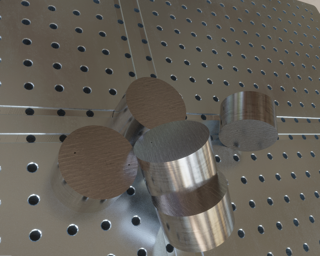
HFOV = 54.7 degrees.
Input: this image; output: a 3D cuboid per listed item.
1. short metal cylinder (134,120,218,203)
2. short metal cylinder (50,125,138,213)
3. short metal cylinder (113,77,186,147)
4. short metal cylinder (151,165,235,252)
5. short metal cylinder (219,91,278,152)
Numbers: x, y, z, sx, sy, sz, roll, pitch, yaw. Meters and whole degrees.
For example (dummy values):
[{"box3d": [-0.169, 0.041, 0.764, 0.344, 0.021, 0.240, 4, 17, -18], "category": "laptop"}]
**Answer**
[{"box3d": [0.018, 0.033, 0.331, 0.080, 0.080, 0.050, -40, 125, -39], "category": "short metal cylinder"}, {"box3d": [-0.070, 0.044, 0.328, 0.081, 0.050, 0.080, 14, 56, -21], "category": "short metal cylinder"}, {"box3d": [-0.014, -0.018, 0.397, 0.081, 0.050, 0.080, 14, 56, -21], "category": "short metal cylinder"}, {"box3d": [0.036, 0.084, 0.334, 0.080, 0.080, 0.050, -41, 125, -39], "category": "short metal cylinder"}, {"box3d": [0.127, -0.008, 0.448, 0.080, 0.080, 0.050, 22, 54, -16], "category": "short metal cylinder"}]
